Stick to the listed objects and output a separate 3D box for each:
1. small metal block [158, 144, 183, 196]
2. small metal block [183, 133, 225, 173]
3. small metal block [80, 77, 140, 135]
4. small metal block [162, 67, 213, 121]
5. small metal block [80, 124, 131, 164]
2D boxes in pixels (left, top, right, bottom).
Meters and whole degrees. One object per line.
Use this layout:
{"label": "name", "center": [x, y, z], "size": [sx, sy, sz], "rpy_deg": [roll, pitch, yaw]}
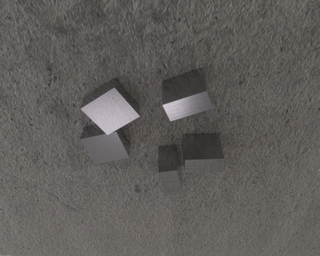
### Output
{"label": "small metal block", "center": [0.015, 0.060, 0.442], "size": [0.025, 0.050, 0.050], "rpy_deg": [-9, 130, 7]}
{"label": "small metal block", "center": [0.057, 0.033, 0.419], "size": [0.050, 0.050, 0.025], "rpy_deg": [-1, 130, 1]}
{"label": "small metal block", "center": [-0.060, -0.026, 0.382], "size": [0.050, 0.025, 0.050], "rpy_deg": [-29, 125, 16]}
{"label": "small metal block", "center": [0.031, -0.039, 0.357], "size": [0.050, 0.050, 0.025], "rpy_deg": [-17, 128, 14]}
{"label": "small metal block", "center": [-0.073, 0.020, 0.423], "size": [0.050, 0.025, 0.050], "rpy_deg": [-12, 130, 10]}
